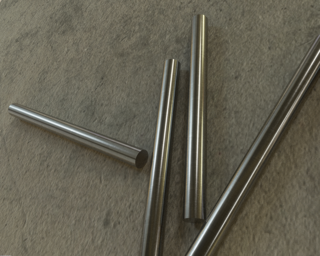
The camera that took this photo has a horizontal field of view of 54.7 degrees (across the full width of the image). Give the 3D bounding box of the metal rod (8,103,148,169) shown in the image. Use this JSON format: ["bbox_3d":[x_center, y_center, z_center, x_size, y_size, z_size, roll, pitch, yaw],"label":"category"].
[{"bbox_3d":[-0.142,0.003,0.474,0.300,0.025,0.025,17,71,34],"label":"metal rod"}]

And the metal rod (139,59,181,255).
[{"bbox_3d":[0.002,0.039,0.377,0.025,0.025,0.299,-7,58,24],"label":"metal rod"}]

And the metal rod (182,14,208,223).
[{"bbox_3d":[0.048,-0.033,0.397,0.025,0.025,0.299,-9,58,23],"label":"metal rod"}]

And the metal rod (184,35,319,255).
[{"bbox_3d":[0.112,0.020,0.332,0.025,0.025,0.300,25,75,36],"label":"metal rod"}]
